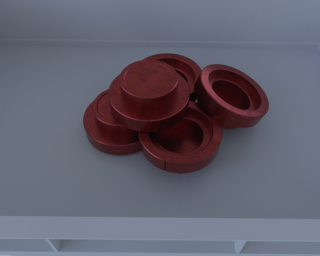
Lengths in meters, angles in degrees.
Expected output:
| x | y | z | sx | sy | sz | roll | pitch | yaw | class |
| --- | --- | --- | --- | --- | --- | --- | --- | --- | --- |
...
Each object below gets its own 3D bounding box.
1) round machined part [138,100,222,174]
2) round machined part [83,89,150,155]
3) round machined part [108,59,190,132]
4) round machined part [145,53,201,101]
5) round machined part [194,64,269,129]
| x | y | z | sx | sy | sz | roll | pitch | yaw | class |
| --- | --- | --- | --- | --- | --- | --- | --- | --- | --- |
| 0.024 | 0.014 | 0.380 | 0.099 | 0.042 | 0.098 | 0 | 50 | 0 | round machined part |
| -0.050 | -0.016 | 0.403 | 0.099 | 0.042 | 0.098 | 0 | 50 | 0 | round machined part |
| -0.013 | -0.046 | 0.374 | 0.099 | 0.042 | 0.098 | 0 | 50 | 0 | round machined part |
| 0.011 | -0.060 | 0.443 | 0.099 | 0.042 | 0.098 | 0 | 50 | 0 | round machined part |
| 0.089 | -0.037 | 0.410 | 0.099 | 0.042 | 0.098 | 14 | 45 | -15 | round machined part |
